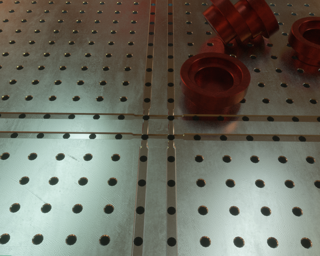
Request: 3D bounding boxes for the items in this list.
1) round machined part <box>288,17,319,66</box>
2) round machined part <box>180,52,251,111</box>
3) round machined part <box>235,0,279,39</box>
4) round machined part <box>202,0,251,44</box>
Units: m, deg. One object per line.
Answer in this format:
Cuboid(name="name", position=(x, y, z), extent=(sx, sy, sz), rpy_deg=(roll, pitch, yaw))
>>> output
Cuboid(name="round machined part", position=(0.263, -0.141, 0.516), extent=(0.099, 0.042, 0.098), rpy_deg=(0, 50, 0))
Cuboid(name="round machined part", position=(0.077, -0.064, 0.451), extent=(0.099, 0.042, 0.098), rpy_deg=(0, 50, 0))
Cuboid(name="round machined part", position=(0.158, -0.193, 0.535), extent=(0.042, 0.098, 0.098), rpy_deg=(-37, 52, 15))
Cuboid(name="round machined part", position=(0.108, -0.181, 0.526), extent=(0.042, 0.098, 0.098), rpy_deg=(-38, 52, 15))
